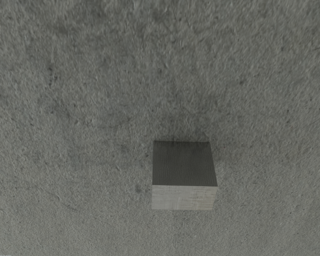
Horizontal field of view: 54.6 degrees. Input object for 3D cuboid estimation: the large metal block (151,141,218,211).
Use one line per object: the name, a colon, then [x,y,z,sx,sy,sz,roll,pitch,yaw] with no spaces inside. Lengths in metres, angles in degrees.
large metal block: [0.030,0.064,0.425,0.080,0.080,0.050,2,130,-2]
